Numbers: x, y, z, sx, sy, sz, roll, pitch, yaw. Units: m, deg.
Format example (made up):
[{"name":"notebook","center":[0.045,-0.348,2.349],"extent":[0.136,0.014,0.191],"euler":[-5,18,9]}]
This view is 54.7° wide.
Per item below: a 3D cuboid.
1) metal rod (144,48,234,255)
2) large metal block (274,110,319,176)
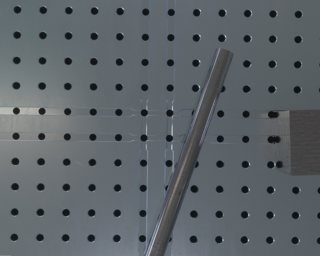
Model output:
[{"name":"metal rod","center":[0.037,0.040,0.413],"extent":[0.025,0.025,0.299],"euler":[19,90,0]},{"name":"large metal block","center":[0.199,0.017,0.402],"extent":[0.081,0.050,0.080],"euler":[-2,90,0]}]
